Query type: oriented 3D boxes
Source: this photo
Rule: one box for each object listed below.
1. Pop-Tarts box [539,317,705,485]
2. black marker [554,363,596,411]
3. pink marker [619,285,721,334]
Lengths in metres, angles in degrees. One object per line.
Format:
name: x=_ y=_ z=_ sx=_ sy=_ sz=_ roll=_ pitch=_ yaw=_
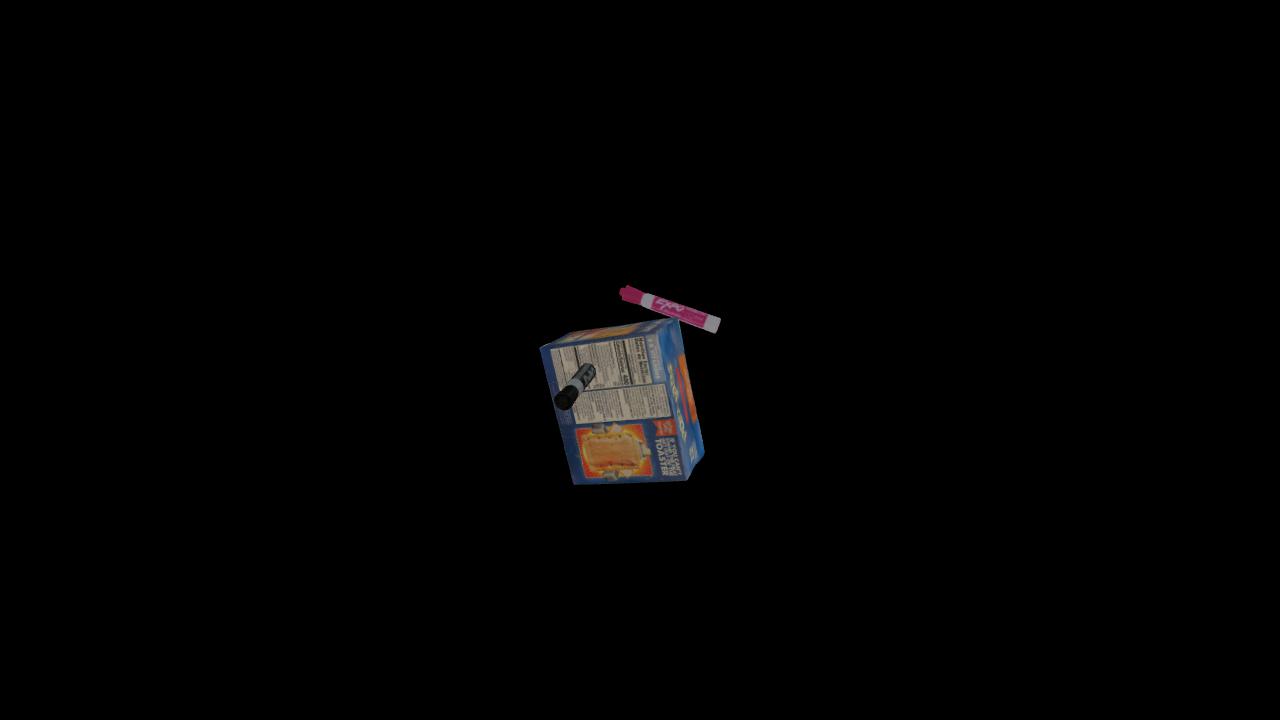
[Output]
Pop-Tarts box: x=-0.017 y=0.047 z=0.693 sx=0.141 sy=0.167 sz=0.083 roll=-7 pitch=14 yaw=22
black marker: x=-0.060 y=0.020 z=0.633 sx=0.020 sy=0.020 sz=0.121 roll=0 pitch=22 yaw=15
pink marker: x=0.033 y=-0.059 z=0.705 sx=0.121 sy=0.020 sz=0.020 roll=21 pitch=4 yaw=10
